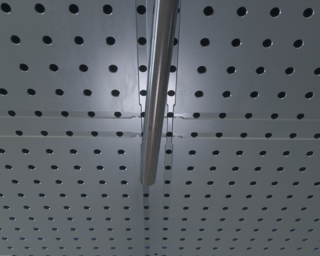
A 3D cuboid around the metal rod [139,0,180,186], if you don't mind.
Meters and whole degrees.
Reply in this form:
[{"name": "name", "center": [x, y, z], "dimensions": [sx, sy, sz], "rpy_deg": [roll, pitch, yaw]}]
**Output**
[{"name": "metal rod", "center": [-0.005, -0.033, 0.382], "dimensions": [0.025, 0.025, 0.298], "rpy_deg": [4, 130, -4]}]
